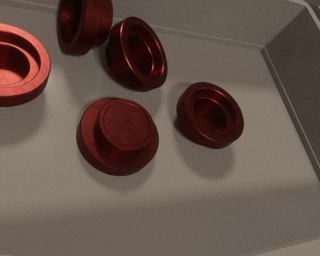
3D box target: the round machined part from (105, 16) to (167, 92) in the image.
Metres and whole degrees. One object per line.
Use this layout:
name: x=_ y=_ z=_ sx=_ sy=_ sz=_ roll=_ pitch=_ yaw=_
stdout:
round machined part: x=-0.035 y=-0.095 z=0.418 sx=0.098 sy=0.042 sz=0.098 roll=29 pitch=54 yaw=-48

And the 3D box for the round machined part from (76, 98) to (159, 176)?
round machined part: x=-0.045 y=0.004 z=0.369 sx=0.099 sy=0.042 sz=0.098 roll=14 pitch=56 yaw=-21

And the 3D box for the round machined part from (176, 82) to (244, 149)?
round machined part: x=0.067 y=-0.014 z=0.441 sx=0.099 sy=0.042 sz=0.098 roll=14 pitch=56 yaw=-21

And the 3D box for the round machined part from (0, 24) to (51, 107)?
round machined part: x=-0.175 y=-0.064 z=0.340 sx=0.099 sy=0.042 sz=0.098 roll=14 pitch=56 yaw=-21

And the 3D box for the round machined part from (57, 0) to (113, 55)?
round machined part: x=-0.094 y=-0.142 z=0.397 sx=0.042 sy=0.098 sz=0.098 roll=2 pitch=61 yaw=-37
